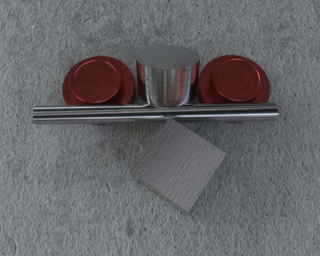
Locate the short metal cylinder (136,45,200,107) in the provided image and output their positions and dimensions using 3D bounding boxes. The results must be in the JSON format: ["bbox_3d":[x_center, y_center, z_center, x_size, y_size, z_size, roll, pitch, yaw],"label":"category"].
[{"bbox_3d":[0.010,-0.069,0.402,0.080,0.050,0.080,0,35,0],"label":"short metal cylinder"}]

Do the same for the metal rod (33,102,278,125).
[{"bbox_3d":[-0.005,-0.019,0.394,0.302,0.025,0.025,-1,70,-1],"label":"metal rod"}]

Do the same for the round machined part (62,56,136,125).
[{"bbox_3d":[-0.083,-0.056,0.420,0.099,0.042,0.098,0,70,0],"label":"round machined part"}]

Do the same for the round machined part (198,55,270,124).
[{"bbox_3d":[0.102,-0.059,0.423,0.099,0.042,0.098,0,70,0],"label":"round machined part"}]

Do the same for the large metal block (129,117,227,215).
[{"bbox_3d":[0.021,0.047,0.377,0.080,0.050,0.080,34,73,11],"label":"large metal block"}]
